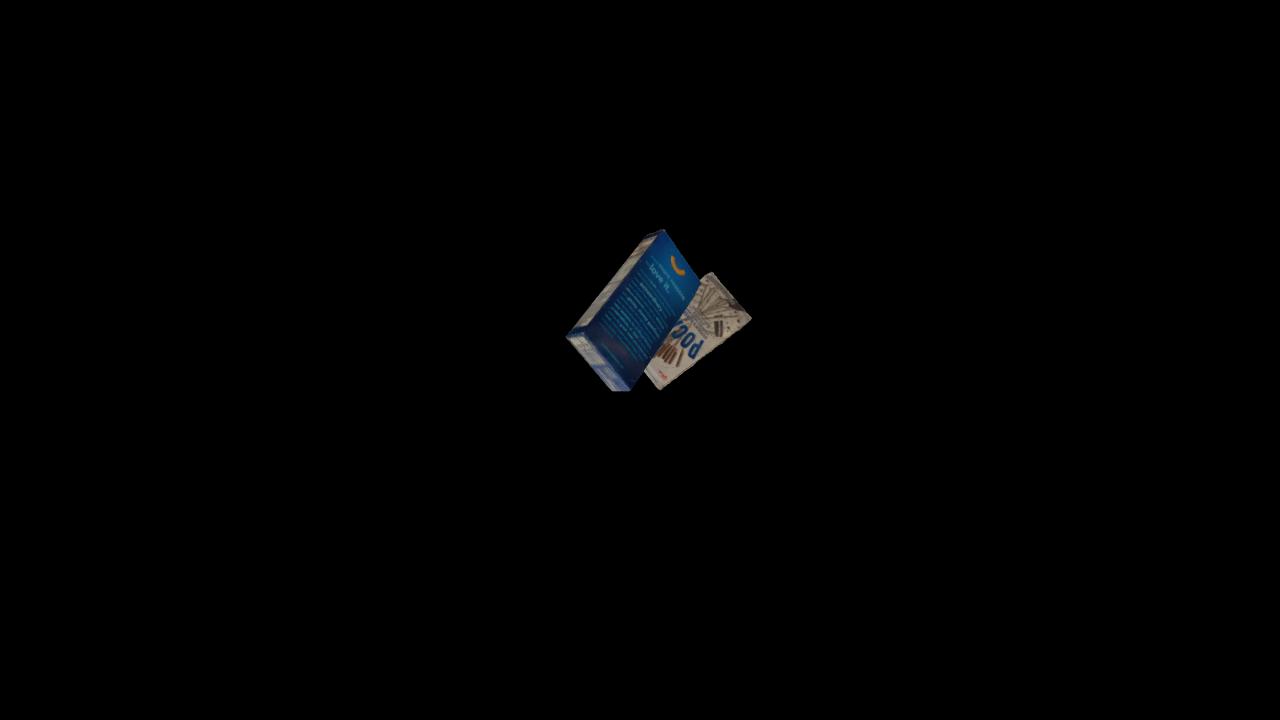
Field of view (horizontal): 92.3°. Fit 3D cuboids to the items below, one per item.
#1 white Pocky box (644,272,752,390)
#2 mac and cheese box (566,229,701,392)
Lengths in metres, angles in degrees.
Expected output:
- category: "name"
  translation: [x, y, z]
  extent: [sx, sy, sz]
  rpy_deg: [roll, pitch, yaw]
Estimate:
- category: "white Pocky box"
  translation: [0.057, -0.039, 0.765]
  extent: [0.154, 0.084, 0.028]
  rpy_deg: [-36, -8, -23]
- category: "mac and cheese box"
  translation: [-0.002, -0.061, 0.729]
  extent: [0.041, 0.184, 0.093]
  rpy_deg: [-8, -51, 50]
